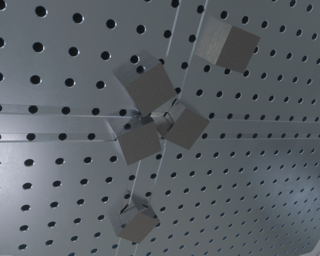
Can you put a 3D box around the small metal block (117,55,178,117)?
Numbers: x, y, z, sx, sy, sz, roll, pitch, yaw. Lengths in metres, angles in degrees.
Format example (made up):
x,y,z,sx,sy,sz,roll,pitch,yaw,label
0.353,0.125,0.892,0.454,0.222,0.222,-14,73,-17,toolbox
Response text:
x,y,z,sx,sy,sz,roll,pitch,yaw,label
-0.014,-0.050,0.372,0.050,0.025,0.050,-35,129,-5,small metal block

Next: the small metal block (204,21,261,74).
x,y,z,sx,sy,sz,roll,pitch,yaw,label
0.093,-0.102,0.398,0.050,0.025,0.050,9,114,-32,small metal block

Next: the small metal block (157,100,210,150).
x,y,z,sx,sy,sz,roll,pitch,yaw,label
0.032,-0.003,0.426,0.050,0.025,0.050,27,104,-37,small metal block

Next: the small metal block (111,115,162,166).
x,y,z,sx,sy,sz,roll,pitch,yaw,label
-0.030,0.014,0.403,0.050,0.025,0.050,-24,127,-14,small metal block

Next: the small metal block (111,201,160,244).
x,y,z,sx,sy,sz,roll,pitch,yaw,label
-0.037,0.147,0.481,0.050,0.025,0.050,-48,129,6,small metal block
